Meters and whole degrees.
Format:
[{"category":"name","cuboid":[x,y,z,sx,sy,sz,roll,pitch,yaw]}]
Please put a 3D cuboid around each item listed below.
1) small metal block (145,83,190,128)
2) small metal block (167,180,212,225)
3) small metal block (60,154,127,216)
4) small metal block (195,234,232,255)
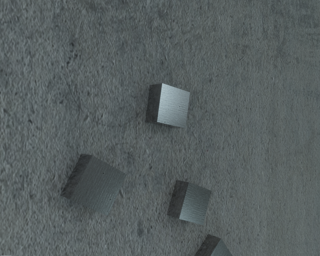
[{"category":"small metal block","cuboid":[0.011,-0.028,0.413,0.050,0.025,0.050,12,82,-39]},{"category":"small metal block","cuboid":[0.042,0.106,0.440,0.050,0.025,0.050,26,73,-37]},{"category":"small metal block","cuboid":[-0.073,0.063,0.344,0.050,0.025,0.050,37,68,-34]},{"category":"small metal block","cuboid":[0.081,0.201,0.473,0.050,0.025,0.050,-47,118,-29]}]
